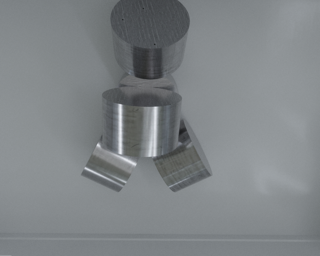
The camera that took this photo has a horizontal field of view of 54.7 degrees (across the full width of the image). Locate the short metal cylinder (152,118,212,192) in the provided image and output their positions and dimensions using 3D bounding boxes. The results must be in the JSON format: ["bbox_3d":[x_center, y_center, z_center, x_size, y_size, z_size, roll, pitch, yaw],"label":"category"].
[{"bbox_3d":[0.026,0.034,0.393,0.050,0.080,0.080,-27,108,10],"label":"short metal cylinder"}]

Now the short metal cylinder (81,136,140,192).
[{"bbox_3d":[-0.058,0.034,0.392,0.050,0.080,0.080,28,108,-9],"label":"short metal cylinder"}]

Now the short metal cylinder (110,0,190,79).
[{"bbox_3d":[-0.011,-0.100,0.336,0.081,0.080,0.050,4,153,-2],"label":"short metal cylinder"}]

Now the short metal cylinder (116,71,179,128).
[{"bbox_3d":[-0.016,-0.035,0.382,0.081,0.050,0.079,0,110,0],"label":"short metal cylinder"}]

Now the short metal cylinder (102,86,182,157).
[{"bbox_3d":[-0.019,-0.010,0.323,0.081,0.080,0.050,3,110,-1],"label":"short metal cylinder"}]
